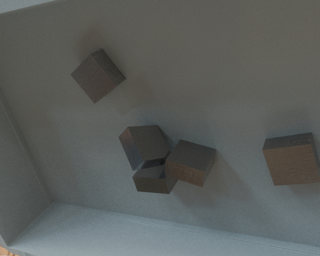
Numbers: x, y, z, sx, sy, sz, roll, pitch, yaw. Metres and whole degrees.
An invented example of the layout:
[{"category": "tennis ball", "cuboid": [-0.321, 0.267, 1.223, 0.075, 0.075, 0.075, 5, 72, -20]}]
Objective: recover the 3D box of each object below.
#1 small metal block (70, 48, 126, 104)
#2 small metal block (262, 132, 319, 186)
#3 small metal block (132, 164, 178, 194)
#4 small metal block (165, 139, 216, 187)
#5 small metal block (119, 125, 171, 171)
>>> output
[{"category": "small metal block", "cuboid": [-0.082, -0.068, 0.410, 0.050, 0.025, 0.050, -31, 101, 38]}, {"category": "small metal block", "cuboid": [0.150, 0.036, 0.352, 0.050, 0.025, 0.050, -11, 113, 33]}, {"category": "small metal block", "cuboid": [-0.002, 0.065, 0.434, 0.050, 0.050, 0.025, -2, 118, 29]}, {"category": "small metal block", "cuboid": [0.040, 0.044, 0.399, 0.050, 0.050, 0.025, 15, 125, 19]}, {"category": "small metal block", "cuboid": [-0.019, 0.025, 0.406, 0.025, 0.050, 0.050, -45, 61, 39]}]
